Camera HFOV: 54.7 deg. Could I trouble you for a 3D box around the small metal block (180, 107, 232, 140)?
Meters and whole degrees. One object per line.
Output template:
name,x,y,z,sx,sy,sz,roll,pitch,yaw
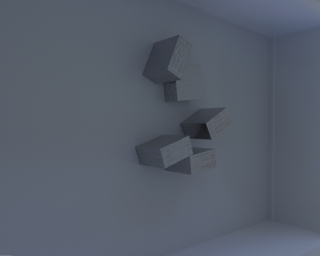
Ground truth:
small metal block,0.066,-0.007,0.448,0.050,0.050,0.025,-34,112,-35

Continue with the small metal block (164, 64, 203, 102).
small metal block,0.032,-0.064,0.436,0.050,0.025,0.050,-9,96,-40

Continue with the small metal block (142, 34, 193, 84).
small metal block,0.009,-0.087,0.400,0.025,0.050,0.050,30,71,-36

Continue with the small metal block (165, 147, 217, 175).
small metal block,0.042,0.044,0.428,0.050,0.050,0.025,-10,97,-40

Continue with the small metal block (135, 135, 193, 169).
small metal block,0.005,0.029,0.397,0.050,0.050,0.025,-22,104,-38
